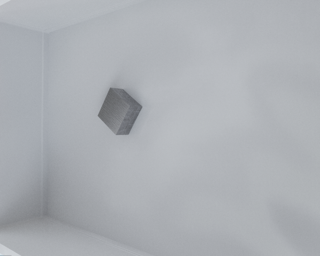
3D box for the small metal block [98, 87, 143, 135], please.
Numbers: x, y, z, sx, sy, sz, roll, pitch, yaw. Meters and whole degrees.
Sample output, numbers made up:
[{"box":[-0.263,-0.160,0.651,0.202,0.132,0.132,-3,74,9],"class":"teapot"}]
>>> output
[{"box":[-0.060,-0.024,0.458,0.050,0.025,0.050,43,116,32],"class":"small metal block"}]
